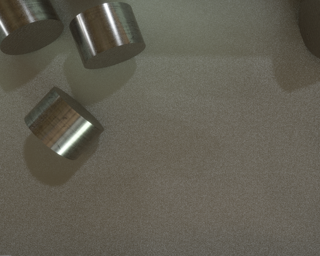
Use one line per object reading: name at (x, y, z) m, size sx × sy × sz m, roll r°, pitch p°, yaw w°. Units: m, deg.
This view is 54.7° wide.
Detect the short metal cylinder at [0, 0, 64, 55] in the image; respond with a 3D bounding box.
short metal cylinder at (-0.168, -0.133, 0.382) m, size 0.080 × 0.080 × 0.050 m, roll -28°, pitch 90°, yaw 0°

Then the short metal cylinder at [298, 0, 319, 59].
short metal cylinder at (0.219, -0.133, 0.385) m, size 0.050 × 0.080 × 0.080 m, roll -21°, pitch 90°, yaw 0°

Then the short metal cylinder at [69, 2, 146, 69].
short metal cylinder at (-0.064, -0.112, 0.383) m, size 0.080 × 0.080 × 0.050 m, roll -20°, pitch 90°, yaw 0°

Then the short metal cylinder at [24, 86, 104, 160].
short metal cylinder at (-0.116, -0.006, 0.383) m, size 0.080 × 0.080 × 0.050 m, roll 43°, pitch 90°, yaw 0°
